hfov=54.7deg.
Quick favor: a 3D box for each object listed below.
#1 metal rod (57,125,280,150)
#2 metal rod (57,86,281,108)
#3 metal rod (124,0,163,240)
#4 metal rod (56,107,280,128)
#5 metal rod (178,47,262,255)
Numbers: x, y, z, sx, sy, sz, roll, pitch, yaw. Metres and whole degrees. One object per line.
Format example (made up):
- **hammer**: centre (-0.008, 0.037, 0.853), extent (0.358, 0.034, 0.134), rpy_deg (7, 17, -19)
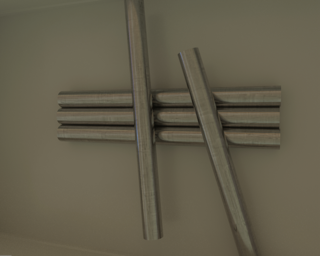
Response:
- **metal rod**: centre (-0.003, 0.010, 0.409), extent (0.301, 0.025, 0.025), rpy_deg (1, 91, 19)
- **metal rod**: centre (-0.002, -0.040, 0.409), extent (0.301, 0.025, 0.025), rpy_deg (1, 91, 19)
- **metal rod**: centre (-0.021, -0.013, 0.389), extent (0.025, 0.025, 0.298), rpy_deg (-5, 88, 19)
- **metal rod**: centre (-0.003, -0.015, 0.409), extent (0.301, 0.025, 0.025), rpy_deg (1, 91, 19)
- **metal rod**: centre (0.076, 0.054, 0.360), extent (0.025, 0.025, 0.298), rpy_deg (-17, 91, 19)
